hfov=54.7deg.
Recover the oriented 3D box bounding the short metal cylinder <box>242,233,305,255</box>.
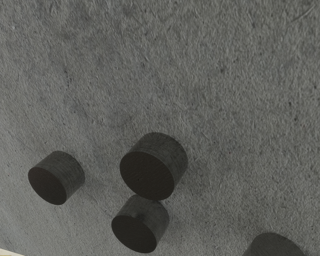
[{"bbox_3d":[0.149,0.188,0.409,0.080,0.080,0.050,25,127,12],"label":"short metal cylinder"}]

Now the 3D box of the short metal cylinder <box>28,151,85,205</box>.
[{"bbox_3d":[-0.179,0.087,0.539,0.080,0.050,0.079,13,124,21],"label":"short metal cylinder"}]

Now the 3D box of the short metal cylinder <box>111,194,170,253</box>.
[{"bbox_3d":[-0.031,0.155,0.503,0.080,0.050,0.079,13,124,21],"label":"short metal cylinder"}]

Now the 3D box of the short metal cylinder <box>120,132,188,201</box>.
[{"bbox_3d":[-0.008,0.053,0.427,0.080,0.050,0.079,13,124,21],"label":"short metal cylinder"}]
